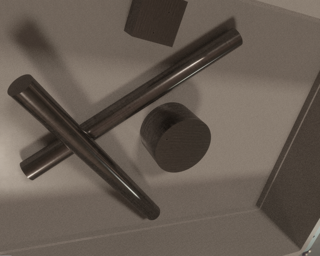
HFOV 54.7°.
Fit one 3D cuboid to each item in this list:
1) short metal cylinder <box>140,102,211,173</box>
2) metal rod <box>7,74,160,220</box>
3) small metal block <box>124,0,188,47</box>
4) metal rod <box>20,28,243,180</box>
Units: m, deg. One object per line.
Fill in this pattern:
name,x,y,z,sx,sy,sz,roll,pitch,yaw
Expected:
short metal cylinder,0.020,0.012,0.413,0.081,0.050,0.079,-14,125,-21
metal rod,-0.066,0.048,0.377,0.025,0.025,0.300,-37,138,-4
small metal block,-0.005,-0.120,0.333,0.050,0.025,0.050,6,115,-32
metal rod,-0.028,-0.033,0.374,0.301,0.025,0.025,-34,129,-7
